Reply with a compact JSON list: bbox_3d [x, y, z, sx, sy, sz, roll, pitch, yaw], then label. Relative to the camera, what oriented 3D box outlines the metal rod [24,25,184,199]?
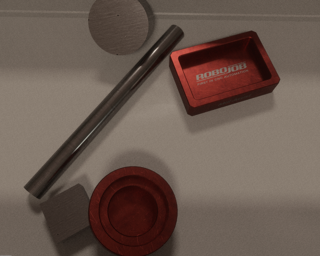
[{"bbox_3d":[-0.065,-0.032,0.420,0.025,0.025,0.300,36,73,12],"label":"metal rod"}]

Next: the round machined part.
[{"bbox_3d":[-0.032,0.097,0.357,0.099,0.042,0.098,5,66,-12],"label":"round machined part"}]

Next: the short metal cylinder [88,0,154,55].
[{"bbox_3d":[-0.051,-0.145,0.427,0.080,0.050,0.079,3,115,6],"label":"short metal cylinder"}]

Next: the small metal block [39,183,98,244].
[{"bbox_3d":[-0.107,0.102,0.371,0.050,0.025,0.050,-28,73,-10],"label":"small metal block"}]

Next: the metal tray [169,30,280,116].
[{"bbox_3d":[0.088,-0.078,0.436,0.131,0.030,0.090,-17,71,-7],"label":"metal tray"}]
